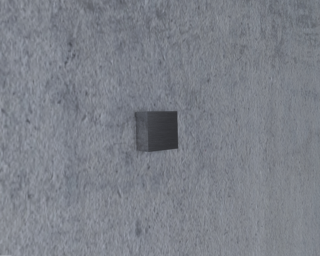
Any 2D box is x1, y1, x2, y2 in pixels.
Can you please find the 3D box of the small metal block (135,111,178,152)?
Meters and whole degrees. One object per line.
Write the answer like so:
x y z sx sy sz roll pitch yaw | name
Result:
-0.004 0.003 0.404 0.050 0.025 0.050 -3 92 -40 | small metal block
